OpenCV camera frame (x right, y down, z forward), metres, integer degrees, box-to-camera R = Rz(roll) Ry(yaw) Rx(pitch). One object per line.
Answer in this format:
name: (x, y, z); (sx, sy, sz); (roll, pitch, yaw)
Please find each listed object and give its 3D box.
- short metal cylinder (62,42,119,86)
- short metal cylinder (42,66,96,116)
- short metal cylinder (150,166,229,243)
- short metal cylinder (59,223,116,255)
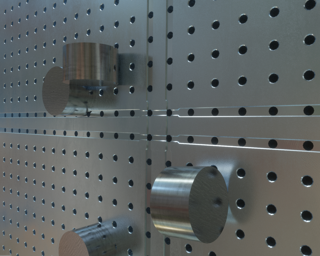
short metal cylinder: (-0.102, -0.091, 0.458); (0.080, 0.081, 0.050); (1, 91, 40)
short metal cylinder: (-0.153, -0.060, 0.520); (0.080, 0.050, 0.079); (0, 90, 40)
short metal cylinder: (0.034, 0.083, 0.345); (0.050, 0.081, 0.080); (-6, 86, 40)
short metal cylinder: (-0.115, 0.197, 0.488); (0.080, 0.050, 0.079); (0, 90, 40)
